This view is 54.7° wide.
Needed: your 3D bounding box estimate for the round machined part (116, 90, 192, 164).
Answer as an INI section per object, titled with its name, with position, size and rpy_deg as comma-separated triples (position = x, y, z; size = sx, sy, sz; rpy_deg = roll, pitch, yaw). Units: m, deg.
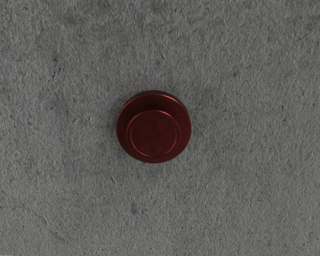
[round machined part]
position = -0.008, 0.003, 0.403
size = 0.099, 0.042, 0.097
rpy_deg = 0, 110, -1
